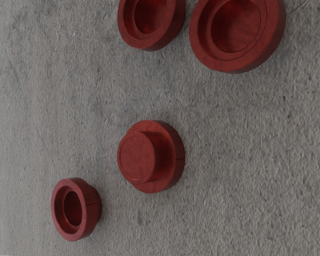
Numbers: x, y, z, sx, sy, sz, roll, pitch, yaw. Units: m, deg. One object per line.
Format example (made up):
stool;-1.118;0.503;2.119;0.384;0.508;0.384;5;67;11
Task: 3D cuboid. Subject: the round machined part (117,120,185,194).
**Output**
round machined part;-0.019;0.038;0.409;0.098;0.042;0.097;0;90;40

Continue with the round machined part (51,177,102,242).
round machined part;-0.132;0.129;0.503;0.098;0.042;0.097;0;90;40

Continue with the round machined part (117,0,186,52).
round machined part;-0.006;-0.148;0.399;0.098;0.042;0.097;0;90;40

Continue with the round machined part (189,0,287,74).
round machined part;0.083;-0.106;0.325;0.098;0.042;0.097;0;90;40
